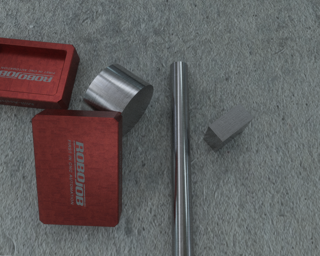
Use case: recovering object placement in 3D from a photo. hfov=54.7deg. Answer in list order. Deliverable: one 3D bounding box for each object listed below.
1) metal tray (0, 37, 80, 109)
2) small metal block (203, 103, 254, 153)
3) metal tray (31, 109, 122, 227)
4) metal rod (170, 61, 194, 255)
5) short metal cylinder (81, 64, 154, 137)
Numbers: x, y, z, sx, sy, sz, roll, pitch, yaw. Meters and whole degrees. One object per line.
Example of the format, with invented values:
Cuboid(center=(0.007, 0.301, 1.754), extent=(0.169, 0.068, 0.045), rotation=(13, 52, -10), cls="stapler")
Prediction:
Cuboid(center=(-0.187, -0.076, 0.430), extent=(0.131, 0.030, 0.090), rotation=(6, 70, 2), cls="metal tray")
Cuboid(center=(0.086, 0.001, 0.396), extent=(0.050, 0.050, 0.025), rotation=(-36, 74, -12), cls="small metal block")
Cuboid(center=(-0.090, 0.046, 0.350), extent=(0.091, 0.030, 0.129), rotation=(2, 106, 0), cls="metal tray")
Cuboid(center=(0.027, 0.052, 0.389), extent=(0.025, 0.025, 0.299), rotation=(0, 70, 0), cls="metal rod")
Cuboid(center=(-0.052, -0.033, 0.391), extent=(0.050, 0.080, 0.080), rotation=(34, 73, 11), cls="short metal cylinder")
